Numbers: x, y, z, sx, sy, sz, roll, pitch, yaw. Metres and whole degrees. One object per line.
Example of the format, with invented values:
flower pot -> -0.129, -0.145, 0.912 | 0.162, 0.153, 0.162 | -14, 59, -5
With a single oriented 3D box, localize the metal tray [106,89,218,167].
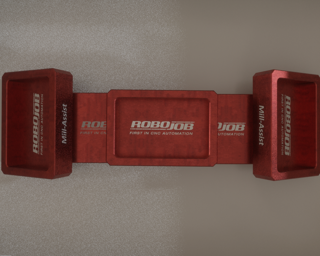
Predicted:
metal tray -> 0.003, 0.000, 0.377 | 0.131, 0.030, 0.089 | 1, 89, 0

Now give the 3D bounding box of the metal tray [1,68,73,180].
metal tray -> -0.155, -0.005, 0.388 | 0.090, 0.030, 0.129 | 1, 90, 25

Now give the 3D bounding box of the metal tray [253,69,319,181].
metal tray -> 0.160, -0.003, 0.389 | 0.091, 0.030, 0.129 | 0, 90, -28

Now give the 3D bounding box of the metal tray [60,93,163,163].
metal tray -> -0.062, 0.000, 0.408 | 0.131, 0.030, 0.089 | 0, 90, 0

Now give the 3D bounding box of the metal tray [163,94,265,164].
metal tray -> 0.069, 0.001, 0.408 | 0.131, 0.030, 0.089 | 0, 90, 0
